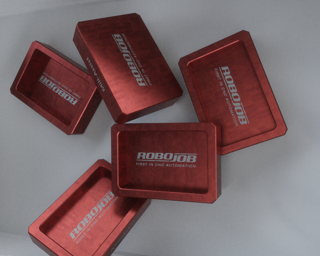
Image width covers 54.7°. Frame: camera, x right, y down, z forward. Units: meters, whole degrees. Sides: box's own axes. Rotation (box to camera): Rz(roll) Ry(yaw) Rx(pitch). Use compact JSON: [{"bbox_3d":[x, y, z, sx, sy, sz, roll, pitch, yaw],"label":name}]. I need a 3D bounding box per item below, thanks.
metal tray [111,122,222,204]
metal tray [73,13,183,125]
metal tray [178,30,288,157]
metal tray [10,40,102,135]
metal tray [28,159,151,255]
[{"bbox_3d":[0.006,0.039,0.373,0.130,0.030,0.089,0,90,21],"label":"metal tray"},{"bbox_3d":[-0.040,-0.078,0.390,0.130,0.091,0.030,62,149,10],"label":"metal tray"},{"bbox_3d":[0.087,-0.039,0.376,0.090,0.030,0.129,-21,83,18],"label":"metal tray"},{"bbox_3d":[-0.151,-0.059,0.459,0.130,0.030,0.090,33,100,16],"label":"metal tray"},{"bbox_3d":[-0.082,0.109,0.389,0.090,0.131,0.030,29,141,17],"label":"metal tray"}]
